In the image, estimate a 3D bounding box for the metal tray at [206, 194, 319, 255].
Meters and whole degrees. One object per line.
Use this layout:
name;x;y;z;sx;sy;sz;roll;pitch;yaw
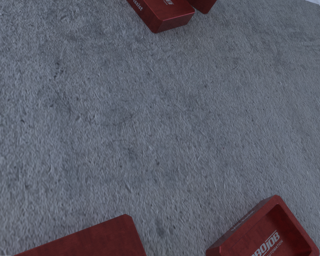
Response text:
metal tray;0.128;0.151;0.376;0.131;0.030;0.090;-25;75;-37

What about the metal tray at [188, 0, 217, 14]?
metal tray;0.059;-0.283;0.565;0.130;0.090;0.030;33;52;-7

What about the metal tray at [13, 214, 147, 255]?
metal tray;-0.072;0.142;0.275;0.131;0.030;0.090;-12;68;-33

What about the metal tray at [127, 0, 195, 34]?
metal tray;-0.012;-0.229;0.533;0.091;0.030;0.130;-30;78;-38
